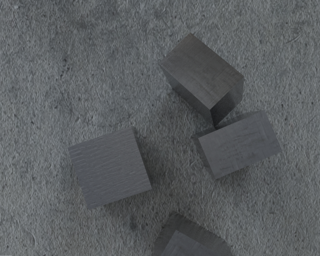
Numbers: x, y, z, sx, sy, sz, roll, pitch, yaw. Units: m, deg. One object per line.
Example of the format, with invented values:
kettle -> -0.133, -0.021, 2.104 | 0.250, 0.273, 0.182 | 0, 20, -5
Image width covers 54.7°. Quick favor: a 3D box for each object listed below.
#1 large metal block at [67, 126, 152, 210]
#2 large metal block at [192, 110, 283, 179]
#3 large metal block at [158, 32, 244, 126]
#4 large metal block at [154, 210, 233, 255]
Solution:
large metal block -> -0.060, 0.048, 0.397 | 0.080, 0.050, 0.080 | -18, 90, 0
large metal block -> 0.089, 0.018, 0.383 | 0.080, 0.080, 0.050 | -23, 90, 0
large metal block -> 0.052, -0.054, 0.372 | 0.050, 0.080, 0.080 | -45, 71, 0
large metal block -> 0.040, 0.154, 0.383 | 0.080, 0.080, 0.050 | 30, 90, 0
